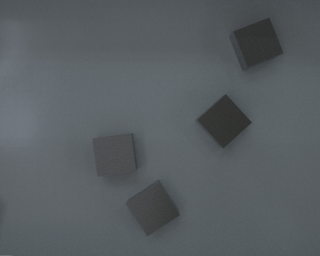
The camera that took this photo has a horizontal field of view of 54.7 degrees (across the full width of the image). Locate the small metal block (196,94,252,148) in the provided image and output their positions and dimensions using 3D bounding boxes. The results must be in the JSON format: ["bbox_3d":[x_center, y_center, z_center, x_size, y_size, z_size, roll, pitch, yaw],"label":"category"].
[{"bbox_3d":[0.084,-0.009,0.413,0.050,0.025,0.050,-42,91,0],"label":"small metal block"}]

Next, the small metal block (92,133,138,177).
[{"bbox_3d":[-0.059,0.035,0.411,0.050,0.025,0.050,-7,90,-1],"label":"small metal block"}]

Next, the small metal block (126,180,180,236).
[{"bbox_3d":[-0.009,0.105,0.411,0.050,0.025,0.050,-33,90,0],"label":"small metal block"}]

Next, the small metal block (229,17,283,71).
[{"bbox_3d":[0.127,-0.111,0.413,0.050,0.025,0.050,-21,90,-1],"label":"small metal block"}]
